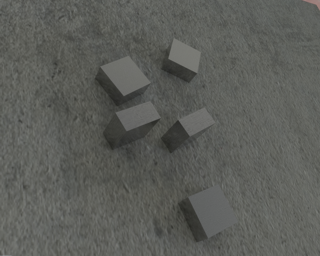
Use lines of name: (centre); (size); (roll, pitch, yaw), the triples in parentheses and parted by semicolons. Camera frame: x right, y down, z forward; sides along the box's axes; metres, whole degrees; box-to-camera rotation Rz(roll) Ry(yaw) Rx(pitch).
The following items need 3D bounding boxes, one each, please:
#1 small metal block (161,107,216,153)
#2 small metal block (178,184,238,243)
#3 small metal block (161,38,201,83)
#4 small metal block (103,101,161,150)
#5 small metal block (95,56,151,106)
small metal block: (0.037, 0.003, 0.407); (0.050, 0.050, 0.025); (-25, 76, -37)
small metal block: (0.058, 0.102, 0.375); (0.050, 0.025, 0.050); (-14, 69, -34)
small metal block: (0.034, -0.107, 0.489); (0.050, 0.025, 0.050); (24, 53, -14)
small metal block: (-0.034, -0.003, 0.372); (0.050, 0.050, 0.025); (-22, 74, -36)
small metal block: (-0.050, -0.064, 0.417); (0.050, 0.025, 0.050); (-33, 80, -38)
